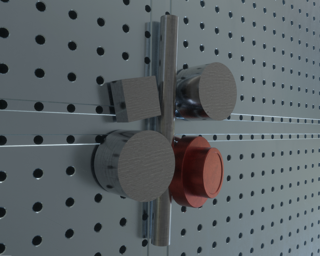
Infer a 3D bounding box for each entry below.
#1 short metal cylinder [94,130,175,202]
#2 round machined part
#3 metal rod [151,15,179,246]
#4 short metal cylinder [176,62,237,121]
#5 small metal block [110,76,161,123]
[{"bbox_3d":[-0.029,0.042,0.363,0.081,0.050,0.079,0,90,-40],"label":"short metal cylinder"},{"bbox_3d":[0.055,0.060,0.424,0.099,0.042,0.097,1,89,-56],"label":"round machined part"},{"bbox_3d":[0.007,0.002,0.410,0.025,0.025,0.298,4,88,-40],"label":"metal rod"},{"bbox_3d":[0.064,-0.050,0.442,0.081,0.050,0.079,0,90,-40],"label":"short metal cylinder"},{"bbox_3d":[-0.029,-0.036,0.380,0.050,0.025,0.050,-15,99,-39],"label":"small metal block"}]
